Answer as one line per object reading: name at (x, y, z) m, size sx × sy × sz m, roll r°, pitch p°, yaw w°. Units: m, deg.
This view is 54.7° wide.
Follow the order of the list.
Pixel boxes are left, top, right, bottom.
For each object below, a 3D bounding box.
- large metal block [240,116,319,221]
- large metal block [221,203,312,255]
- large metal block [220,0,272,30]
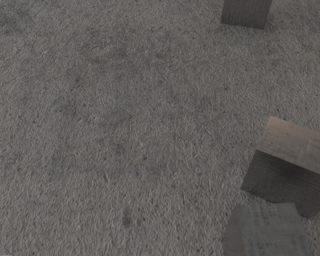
large metal block at (0.140, 0.044, 0.332) m, size 0.080 × 0.080 × 0.050 m, roll 23°, pitch 54°, yaw 18°
large metal block at (0.090, 0.120, 0.267) m, size 0.050 × 0.080 × 0.080 m, roll -2°, pitch 50°, yaw -1°
large metal block at (0.160, -0.234, 0.565) m, size 0.080 × 0.080 × 0.050 m, roll 12°, pitch 51°, yaw 10°
